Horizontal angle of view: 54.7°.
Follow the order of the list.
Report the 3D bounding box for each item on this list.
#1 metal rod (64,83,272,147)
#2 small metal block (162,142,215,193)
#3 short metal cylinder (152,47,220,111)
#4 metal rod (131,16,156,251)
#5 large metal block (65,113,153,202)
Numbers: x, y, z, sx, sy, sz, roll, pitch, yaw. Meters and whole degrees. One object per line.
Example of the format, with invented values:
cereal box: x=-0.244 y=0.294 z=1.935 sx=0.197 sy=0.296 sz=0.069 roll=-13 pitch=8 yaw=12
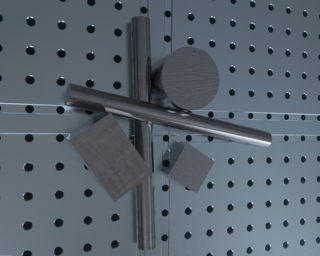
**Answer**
metal rod: x=0.031 y=-0.009 z=0.405 sx=0.302 sy=0.025 sz=0.025 roll=12 pitch=86 yaw=-28
small metal block: x=0.039 y=0.054 z=0.429 sx=0.050 sy=0.025 sz=0.050 roll=35 pitch=79 yaw=-17
short metal cylinder: x=0.031 y=-0.062 z=0.412 sx=0.081 sy=0.050 sz=0.079 roll=0 pitch=90 yaw=-21
metal rod: x=-0.022 y=0.007 z=0.406 sx=0.025 sy=0.025 sz=0.298 roll=-2 pitch=91 yaw=-20
large metal block: x=-0.063 y=0.031 z=0.360 sx=0.050 sy=0.080 sz=0.080 roll=-37 pitch=102 yaw=-16
